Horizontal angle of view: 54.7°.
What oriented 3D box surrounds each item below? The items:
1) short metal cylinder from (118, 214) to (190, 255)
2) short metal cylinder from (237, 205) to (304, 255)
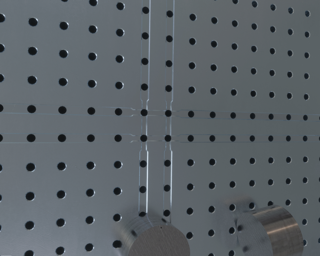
[{"bbox_3d":[-0.009,0.157,0.396,0.081,0.050,0.079,0,90,-20],"label":"short metal cylinder"},{"bbox_3d":[0.154,0.155,0.440,0.050,0.080,0.079,-8,93,-20],"label":"short metal cylinder"}]
